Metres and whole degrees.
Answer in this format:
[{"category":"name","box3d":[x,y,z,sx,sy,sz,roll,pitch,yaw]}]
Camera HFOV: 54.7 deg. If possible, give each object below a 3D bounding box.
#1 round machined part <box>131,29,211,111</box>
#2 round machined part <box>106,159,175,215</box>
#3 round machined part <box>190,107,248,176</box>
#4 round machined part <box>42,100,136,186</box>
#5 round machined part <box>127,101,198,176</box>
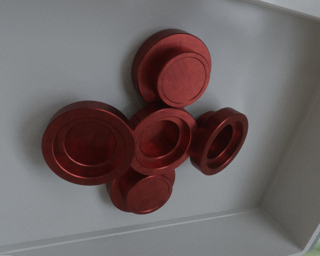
[{"category":"round machined part","box3d":[0.019,-0.063,0.367,0.099,0.042,0.097,-14,124,-21]},{"category":"round machined part","box3d":[-0.022,0.082,0.434,0.099,0.042,0.097,-14,124,-21]},{"category":"round machined part","box3d":[0.076,0.015,0.435,0.099,0.042,0.097,-28,135,-31]},{"category":"round machined part","box3d":[-0.078,0.014,0.351,0.099,0.042,0.097,-4,117,-7]},{"category":"round machined part","box3d":[-0.004,0.010,0.398,0.099,0.042,0.097,-14,124,-21]}]
